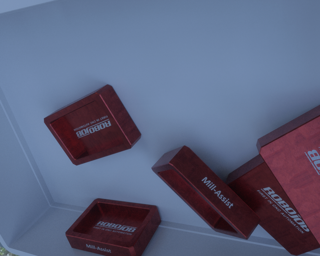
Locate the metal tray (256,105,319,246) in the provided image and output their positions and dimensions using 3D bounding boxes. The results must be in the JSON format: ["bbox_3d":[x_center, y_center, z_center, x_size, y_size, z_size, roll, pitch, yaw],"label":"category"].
[{"bbox_3d":[0.172,0.048,0.317,0.090,0.030,0.130,-33,96,17],"label":"metal tray"}]

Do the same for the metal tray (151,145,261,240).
[{"bbox_3d":[0.054,0.083,0.400,0.130,0.030,0.090,45,160,-3],"label":"metal tray"}]

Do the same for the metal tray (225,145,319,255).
[{"bbox_3d":[0.156,0.091,0.379,0.130,0.030,0.090,43,129,-2],"label":"metal tray"}]

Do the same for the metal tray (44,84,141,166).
[{"bbox_3d":[-0.102,0.000,0.459,0.130,0.030,0.090,-19,109,35],"label":"metal tray"}]

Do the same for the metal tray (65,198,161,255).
[{"bbox_3d":[-0.075,0.161,0.506,0.130,0.090,0.030,0,118,28],"label":"metal tray"}]
